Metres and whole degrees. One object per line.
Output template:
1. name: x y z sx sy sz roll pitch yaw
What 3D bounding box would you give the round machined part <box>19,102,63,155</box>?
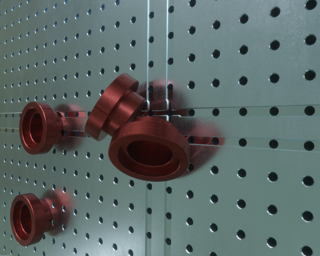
1. round machined part: -0.220 0.000 0.583 0.098 0.042 0.097 0 90 40

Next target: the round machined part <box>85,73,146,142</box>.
1. round machined part: -0.055 -0.022 0.418 0.042 0.098 0.097 33 114 1

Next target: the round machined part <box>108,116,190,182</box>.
1. round machined part: -0.011 0.023 0.385 0.098 0.098 0.042 -29 36 36

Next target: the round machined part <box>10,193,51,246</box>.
1. round machined part: -0.250 0.176 0.607 0.098 0.042 0.097 0 90 40
